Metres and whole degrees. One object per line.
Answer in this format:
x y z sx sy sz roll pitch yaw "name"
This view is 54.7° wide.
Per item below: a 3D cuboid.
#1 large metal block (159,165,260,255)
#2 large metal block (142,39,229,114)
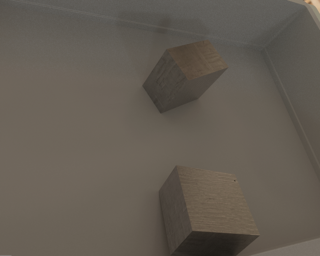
0.051 0.094 0.348 0.081 0.050 0.080 12 40 -22 "large metal block"
0.034 -0.072 0.435 0.081 0.080 0.050 -24 75 -37 "large metal block"
